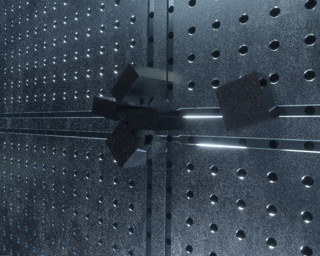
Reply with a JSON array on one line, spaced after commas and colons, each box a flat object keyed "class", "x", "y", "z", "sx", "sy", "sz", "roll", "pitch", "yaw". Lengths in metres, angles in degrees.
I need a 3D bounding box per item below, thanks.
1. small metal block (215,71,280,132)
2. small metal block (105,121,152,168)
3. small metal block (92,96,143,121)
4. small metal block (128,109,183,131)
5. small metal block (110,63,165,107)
[{"class": "small metal block", "x": 0.093, "y": -0.027, "z": 0.333, "sx": 0.050, "sy": 0.025, "sz": 0.050, "roll": -22, "pitch": 76, "yaw": 38}, {"class": "small metal block", "x": -0.047, "y": 0.022, "z": 0.449, "sx": 0.050, "sy": 0.025, "sz": 0.050, "roll": -49, "pitch": 61, "yaw": 29}, {"class": "small metal block", "x": -0.061, "y": -0.028, "z": 0.445, "sx": 0.050, "sy": 0.050, "sz": 0.025, "roll": 18, "pitch": 102, "yaw": 39}, {"class": "small metal block", "x": -0.006, "y": -0.010, "z": 0.399, "sx": 0.050, "sy": 0.050, "sz": 0.025, "roll": 3, "pitch": 92, "yaw": 40}, {"class": "small metal block", "x": -0.030, "y": -0.057, "z": 0.419, "sx": 0.050, "sy": 0.050, "sz": 0.025, "roll": -52, "pitch": 60, "yaw": 27}]
